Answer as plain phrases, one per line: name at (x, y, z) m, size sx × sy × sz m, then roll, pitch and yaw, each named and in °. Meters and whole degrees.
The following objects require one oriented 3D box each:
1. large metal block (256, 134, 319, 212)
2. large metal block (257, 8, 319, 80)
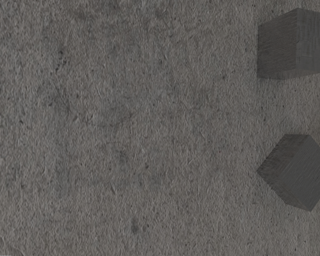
large metal block at (0.210, 0.066, 0.473) m, size 0.080 × 0.050 × 0.080 m, roll 46°, pitch 76°, yaw -14°
large metal block at (0.187, -0.116, 0.448) m, size 0.050 × 0.080 × 0.080 m, roll 2°, pitch 90°, yaw -20°
